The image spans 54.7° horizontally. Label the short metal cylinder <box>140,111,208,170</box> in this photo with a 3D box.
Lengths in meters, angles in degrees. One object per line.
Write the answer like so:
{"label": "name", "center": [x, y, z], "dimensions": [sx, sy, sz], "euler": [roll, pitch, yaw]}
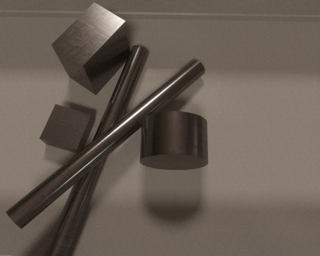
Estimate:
{"label": "short metal cylinder", "center": [0.017, 0.018, 0.374], "dimensions": [0.081, 0.080, 0.050], "euler": [2, 70, 0]}

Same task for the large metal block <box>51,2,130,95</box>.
{"label": "large metal block", "center": [-0.087, -0.104, 0.417], "dimensions": [0.050, 0.080, 0.080], "euler": [34, 73, 11]}

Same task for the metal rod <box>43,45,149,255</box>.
{"label": "metal rod", "center": [-0.075, 0.021, 0.401], "dimensions": [0.025, 0.025, 0.299], "euler": [17, 71, 6]}

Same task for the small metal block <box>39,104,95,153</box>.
{"label": "small metal block", "center": [-0.121, 0.002, 0.407], "dimensions": [0.050, 0.025, 0.050], "euler": [16, 71, 5]}

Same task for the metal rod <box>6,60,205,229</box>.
{"label": "metal rod", "center": [-0.050, 0.005, 0.385], "dimensions": [0.025, 0.025, 0.301], "euler": [43, 67, 14]}
